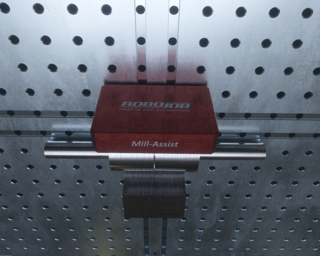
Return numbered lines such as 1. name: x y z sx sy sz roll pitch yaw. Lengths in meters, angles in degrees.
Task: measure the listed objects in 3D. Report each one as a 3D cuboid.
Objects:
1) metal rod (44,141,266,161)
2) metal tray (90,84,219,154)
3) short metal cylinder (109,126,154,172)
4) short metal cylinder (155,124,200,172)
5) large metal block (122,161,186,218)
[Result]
1. metal rod: -0.006 0.032 0.434 0.302 0.025 0.025 1 130 -1
2. metal tray: -0.005 -0.012 0.353 0.131 0.090 0.030 1 130 -1
3. short metal cylinder: -0.033 0.014 0.384 0.050 0.080 0.079 0 130 -1
4. short metal cylinder: 0.020 0.014 0.384 0.050 0.080 0.079 1 130 -1
5. large metal block: -0.008 0.078 0.437 0.081 0.080 0.050 1 130 -1
